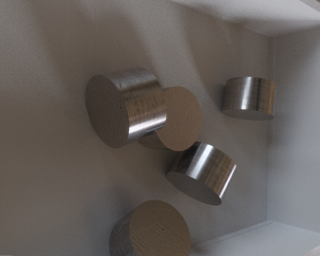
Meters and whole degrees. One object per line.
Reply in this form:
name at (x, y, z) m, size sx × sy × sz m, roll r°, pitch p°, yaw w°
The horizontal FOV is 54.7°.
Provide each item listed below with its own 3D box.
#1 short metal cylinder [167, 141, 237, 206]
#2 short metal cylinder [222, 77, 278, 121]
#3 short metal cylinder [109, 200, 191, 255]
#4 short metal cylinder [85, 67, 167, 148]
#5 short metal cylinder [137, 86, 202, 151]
short metal cylinder at (0.057, 0.062, 0.421) m, size 0.080 × 0.080 × 0.050 m, roll 47°, pitch 62°, yaw -30°
short metal cylinder at (0.142, -0.045, 0.493) m, size 0.081 × 0.080 × 0.050 m, roll 15°, pitch 81°, yaw -39°
short metal cylinder at (-0.011, 0.131, 0.360) m, size 0.080 × 0.050 × 0.080 m, roll 22°, pitch 46°, yaw -24°
short metal cylinder at (-0.038, -0.023, 0.340) m, size 0.050 × 0.080 × 0.079 m, roll -21°, pitch 104°, yaw -38°
short metal cylinder at (0.008, -0.012, 0.399) m, size 0.081 × 0.050 × 0.079 m, roll 0°, pitch 90°, yaw -40°
